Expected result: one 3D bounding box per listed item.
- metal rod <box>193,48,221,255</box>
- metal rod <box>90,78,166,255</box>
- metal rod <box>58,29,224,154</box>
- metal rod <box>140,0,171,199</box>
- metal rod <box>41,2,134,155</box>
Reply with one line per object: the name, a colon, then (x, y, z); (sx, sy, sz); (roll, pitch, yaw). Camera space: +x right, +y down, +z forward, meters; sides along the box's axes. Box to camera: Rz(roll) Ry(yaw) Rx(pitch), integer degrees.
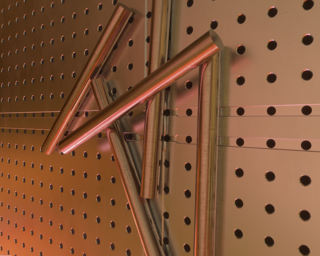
metal rod: (0.055, 0.052, 0.362); (0.025, 0.025, 0.298); (3, 92, 39)
metal rod: (-0.047, 0.062, 0.445); (0.025, 0.025, 0.299); (-32, 70, 35)
metal rod: (-0.046, -0.031, 0.411); (0.299, 0.025, 0.025); (-30, 71, 35)
metal rod: (-0.005, -0.057, 0.411); (0.025, 0.025, 0.298); (6, 94, 39)
metal rod: (-0.129, -0.067, 0.513); (0.025, 0.025, 0.298); (51, 120, 27)
